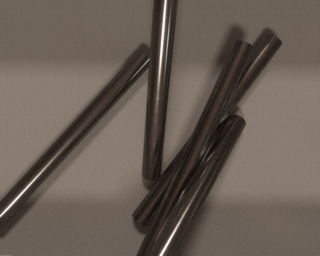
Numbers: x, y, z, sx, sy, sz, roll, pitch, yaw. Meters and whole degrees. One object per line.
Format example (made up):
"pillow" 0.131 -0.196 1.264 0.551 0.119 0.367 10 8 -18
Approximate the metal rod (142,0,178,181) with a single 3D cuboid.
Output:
"metal rod" 0.000 -0.070 0.347 0.025 0.025 0.298 5 116 -1

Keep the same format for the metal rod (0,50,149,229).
"metal rod" -0.120 0.015 0.409 0.025 0.025 0.300 42 90 -1

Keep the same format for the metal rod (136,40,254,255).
"metal rod" 0.042 0.033 0.386 0.025 0.025 0.299 25 91 -1

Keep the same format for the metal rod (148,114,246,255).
"metal rod" 0.026 0.098 0.344 0.025 0.025 0.301 36 62 0

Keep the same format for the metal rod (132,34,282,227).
"metal rod" 0.062 0.002 0.412 0.025 0.025 0.299 37 90 -1
